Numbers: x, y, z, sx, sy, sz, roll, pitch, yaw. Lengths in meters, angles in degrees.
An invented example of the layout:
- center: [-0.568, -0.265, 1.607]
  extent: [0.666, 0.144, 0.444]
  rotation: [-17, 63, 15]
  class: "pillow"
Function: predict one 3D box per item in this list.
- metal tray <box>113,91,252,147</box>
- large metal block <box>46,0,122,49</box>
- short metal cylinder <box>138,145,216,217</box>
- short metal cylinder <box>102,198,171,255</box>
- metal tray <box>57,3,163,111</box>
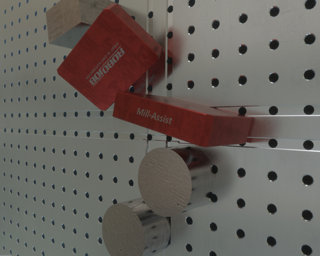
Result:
- center: [0.023, -0.013, 0.348]
  extent: [0.130, 0.091, 0.030]
  rotation: [18, 102, 38]
  class: "metal tray"
- center: [-0.111, -0.156, 0.465]
  extent: [0.080, 0.081, 0.050]
  rotation: [-14, 81, 39]
  class: "large metal block"
- center: [0.020, 0.062, 0.377]
  extent: [0.080, 0.050, 0.079]
  rotation: [0, 91, 40]
  class: "short metal cylinder"
- center: [-0.033, 0.138, 0.420]
  extent: [0.080, 0.050, 0.080]
  rotation: [0, 90, 40]
  class: "short metal cylinder"
- center: [-0.072, -0.093, 0.431]
  extent: [0.090, 0.030, 0.130]
  rotation: [42, 125, -15]
  class: "metal tray"
